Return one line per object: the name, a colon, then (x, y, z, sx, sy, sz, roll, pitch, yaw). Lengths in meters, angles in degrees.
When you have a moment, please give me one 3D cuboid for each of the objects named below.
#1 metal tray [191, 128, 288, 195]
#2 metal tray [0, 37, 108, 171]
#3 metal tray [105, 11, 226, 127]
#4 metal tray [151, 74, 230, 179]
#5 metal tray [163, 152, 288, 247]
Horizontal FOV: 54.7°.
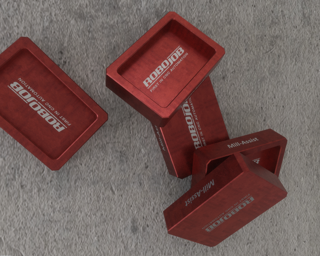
metal tray: (0.106, 0.058, 0.421, 0.131, 0.030, 0.089, -13, 122, -24)
metal tray: (-0.137, -0.026, 0.355, 0.130, 0.030, 0.090, 45, 76, -15)
metal tray: (0.008, -0.075, 0.381, 0.090, 0.030, 0.130, 39, 66, 5)
metal tray: (0.038, -0.008, 0.420, 0.091, 0.030, 0.129, -22, 97, -19)
metal tray: (0.079, 0.095, 0.387, 0.090, 0.030, 0.130, 30, 117, -33)
